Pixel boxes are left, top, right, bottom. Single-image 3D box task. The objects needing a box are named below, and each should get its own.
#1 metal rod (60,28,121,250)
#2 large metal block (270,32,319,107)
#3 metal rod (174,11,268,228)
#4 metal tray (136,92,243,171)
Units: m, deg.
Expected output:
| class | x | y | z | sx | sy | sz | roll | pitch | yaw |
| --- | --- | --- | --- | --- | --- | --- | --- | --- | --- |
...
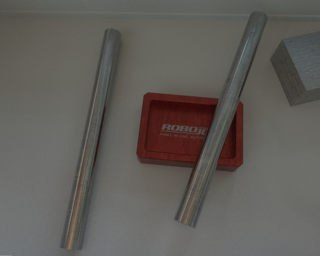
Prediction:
| class | x | y | z | sx | sy | sz | roll | pitch | yaw |
| --- | --- | --- | --- | --- | --- | --- | --- | --- | --- |
| metal rod | -0.086 | 0.000 | 0.408 | 0.025 | 0.025 | 0.299 | 6 | 70 | 2 |
| large metal block | 0.213 | -0.084 | 0.430 | 0.081 | 0.050 | 0.080 | -13 | 71 | -5 |
| metal rod | 0.083 | -0.025 | 0.387 | 0.025 | 0.025 | 0.300 | 21 | 71 | 7 |
| metal tray | 0.040 | 0.005 | 0.405 | 0.131 | 0.030 | 0.090 | 5 | 70 | 1 |
